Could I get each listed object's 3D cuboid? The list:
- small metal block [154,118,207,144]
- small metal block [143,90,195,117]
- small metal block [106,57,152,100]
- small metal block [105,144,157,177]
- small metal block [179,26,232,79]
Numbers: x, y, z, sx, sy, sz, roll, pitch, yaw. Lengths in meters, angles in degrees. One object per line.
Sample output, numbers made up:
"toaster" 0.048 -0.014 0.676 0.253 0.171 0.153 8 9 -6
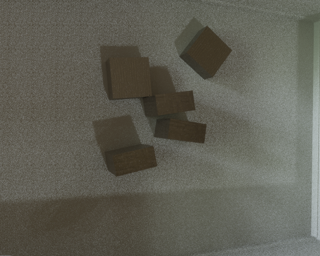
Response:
"small metal block" 0.026 0.004 0.408 0.050 0.050 0.025 8 87 -20
"small metal block" 0.011 -0.031 0.402 0.050 0.050 0.025 -9 94 -20
"small metal block" -0.040 -0.063 0.396 0.050 0.025 0.050 -6 92 -20
"small metal block" -0.037 0.038 0.384 0.050 0.050 0.025 -12 95 -20
"small metal block" 0.064 -0.105 0.435 0.050 0.025 0.050 39 77 -16
